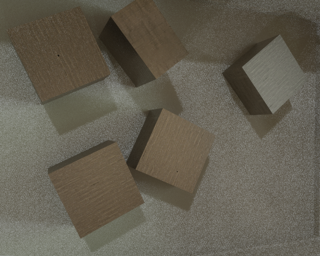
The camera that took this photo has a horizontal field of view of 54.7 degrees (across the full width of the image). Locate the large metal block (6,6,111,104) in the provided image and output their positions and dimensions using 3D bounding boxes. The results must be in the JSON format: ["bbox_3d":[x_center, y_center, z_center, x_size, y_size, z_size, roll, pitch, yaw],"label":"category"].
[{"bbox_3d":[-0.114,-0.080,0.355,0.081,0.050,0.080,-27,99,-18],"label":"large metal block"}]

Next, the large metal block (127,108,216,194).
[{"bbox_3d":[0.013,0.029,0.402,0.080,0.050,0.080,26,81,-18],"label":"large metal block"}]

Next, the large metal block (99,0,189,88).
[{"bbox_3d":[-0.023,-0.100,0.373,0.050,0.080,0.080,-40,103,-15],"label":"large metal block"}]

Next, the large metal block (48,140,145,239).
[{"bbox_3d":[-0.077,0.068,0.369,0.081,0.050,0.080,-26,99,-18],"label":"large metal block"}]

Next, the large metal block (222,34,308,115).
[{"bbox_3d":[0.153,-0.075,0.453,0.080,0.050,0.080,-41,103,-15],"label":"large metal block"}]
